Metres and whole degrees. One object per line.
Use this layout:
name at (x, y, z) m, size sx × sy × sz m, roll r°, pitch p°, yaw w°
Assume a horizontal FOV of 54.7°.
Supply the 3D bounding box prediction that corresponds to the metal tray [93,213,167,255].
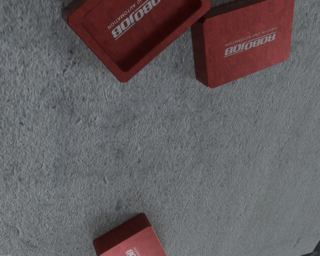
metal tray at (-0.042, 0.207, 0.509) m, size 0.090 × 0.030 × 0.129 m, roll -28°, pitch 128°, yaw -11°

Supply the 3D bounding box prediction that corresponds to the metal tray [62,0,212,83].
metal tray at (-0.020, -0.121, 0.317) m, size 0.130 × 0.030 × 0.090 m, roll -41°, pitch 130°, yaw 0°

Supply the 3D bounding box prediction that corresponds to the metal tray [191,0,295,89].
metal tray at (0.106, -0.113, 0.391) m, size 0.131 × 0.030 × 0.089 m, roll -22°, pitch 127°, yaw -15°
